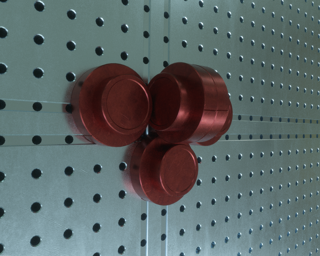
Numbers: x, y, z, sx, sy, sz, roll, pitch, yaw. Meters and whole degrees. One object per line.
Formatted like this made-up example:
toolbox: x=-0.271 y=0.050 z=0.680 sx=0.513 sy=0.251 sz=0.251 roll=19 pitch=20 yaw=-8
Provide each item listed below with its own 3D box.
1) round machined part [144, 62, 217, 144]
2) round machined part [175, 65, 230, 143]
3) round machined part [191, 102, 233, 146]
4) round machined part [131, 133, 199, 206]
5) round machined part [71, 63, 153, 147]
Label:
round machined part: x=0.017 y=-0.030 z=0.369 sx=0.042 sy=0.098 sz=0.097 roll=2 pitch=89 yaw=-40
round machined part: x=0.050 y=-0.030 z=0.398 sx=0.042 sy=0.098 sz=0.097 roll=-1 pitch=91 yaw=-40
round machined part: x=0.070 y=-0.022 z=0.459 sx=0.099 sy=0.042 sz=0.097 roll=0 pitch=90 yaw=-40
round machined part: x=0.013 y=0.054 z=0.411 sx=0.099 sy=0.042 sz=0.097 roll=0 pitch=90 yaw=-40
round machined part: x=-0.048 y=-0.026 z=0.359 sx=0.099 sy=0.042 sz=0.097 roll=0 pitch=90 yaw=-40
